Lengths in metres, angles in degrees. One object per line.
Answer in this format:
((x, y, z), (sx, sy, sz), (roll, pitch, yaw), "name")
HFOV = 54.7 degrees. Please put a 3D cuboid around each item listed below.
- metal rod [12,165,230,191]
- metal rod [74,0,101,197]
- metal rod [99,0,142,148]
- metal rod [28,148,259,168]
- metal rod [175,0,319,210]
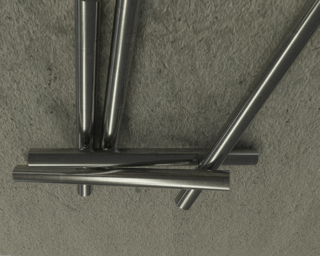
((-0.061, 0.065, 0.414), (0.301, 0.025, 0.025), (0, 131, 15), "metal rod")
((-0.094, -0.014, 0.394), (0.025, 0.025, 0.298), (7, 130, -6), "metal rod")
((-0.051, -0.046, 0.367), (0.025, 0.025, 0.298), (9, 130, -8), "metal rod")
((-0.013, 0.039, 0.415), (0.302, 0.025, 0.025), (1, 131, -11), "metal rod")
((0.096, -0.010, 0.369), (0.025, 0.025, 0.298), (20, 118, -16), "metal rod")
